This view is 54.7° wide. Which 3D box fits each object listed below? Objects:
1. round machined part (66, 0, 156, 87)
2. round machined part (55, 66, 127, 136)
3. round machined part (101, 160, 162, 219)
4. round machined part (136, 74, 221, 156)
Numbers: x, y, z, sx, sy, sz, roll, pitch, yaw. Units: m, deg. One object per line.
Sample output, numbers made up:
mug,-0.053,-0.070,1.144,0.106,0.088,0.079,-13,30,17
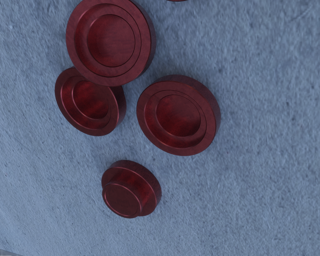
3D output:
round machined part,-0.051,-0.098,0.349,0.098,0.042,0.097,4,107,13
round machined part,-0.087,-0.041,0.415,0.098,0.042,0.097,13,124,20
round machined part,-0.050,0.102,0.484,0.098,0.042,0.097,13,124,20
round machined part,0.025,-0.018,0.370,0.098,0.042,0.097,13,124,20
